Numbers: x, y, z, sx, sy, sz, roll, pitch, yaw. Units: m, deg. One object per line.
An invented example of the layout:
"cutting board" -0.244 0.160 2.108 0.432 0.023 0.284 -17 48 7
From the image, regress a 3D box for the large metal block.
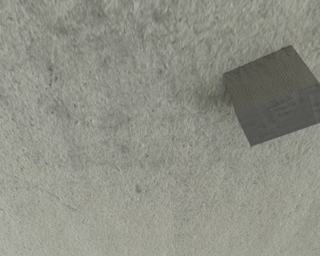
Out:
"large metal block" 0.123 -0.036 0.341 0.080 0.080 0.050 -22 127 17
